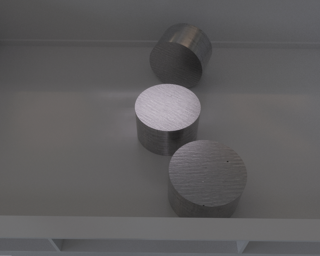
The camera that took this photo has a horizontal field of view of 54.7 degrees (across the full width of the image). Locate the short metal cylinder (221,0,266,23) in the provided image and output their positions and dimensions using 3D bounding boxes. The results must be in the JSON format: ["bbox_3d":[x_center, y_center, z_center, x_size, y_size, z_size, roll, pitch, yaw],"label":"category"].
[{"bbox_3d":[0.163,-0.249,0.602,0.080,0.050,0.080,0,50,0],"label":"short metal cylinder"}]

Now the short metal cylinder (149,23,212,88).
[{"bbox_3d":[0.031,-0.106,0.458,0.080,0.080,0.050,17,52,14],"label":"short metal cylinder"}]

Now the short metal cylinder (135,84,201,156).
[{"bbox_3d":[0.010,-0.011,0.398,0.080,0.050,0.080,0,50,0],"label":"short metal cylinder"}]

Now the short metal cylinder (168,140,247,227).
[{"bbox_3d":[0.049,0.060,0.339,0.080,0.050,0.080,0,50,0],"label":"short metal cylinder"}]
